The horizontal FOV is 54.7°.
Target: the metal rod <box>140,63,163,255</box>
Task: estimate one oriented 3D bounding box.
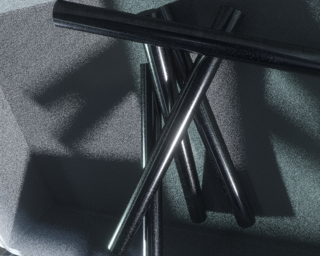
[{"bbox_3d":[-0.010,0.072,0.382,0.025,0.025,0.298,2,95,27],"label":"metal rod"}]

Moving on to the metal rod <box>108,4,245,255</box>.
[{"bbox_3d":[0.010,0.015,0.340,0.025,0.025,0.298,28,105,10],"label":"metal rod"}]

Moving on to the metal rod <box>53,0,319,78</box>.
[{"bbox_3d":[0.050,-0.078,0.286,0.302,0.025,0.025,12,125,4],"label":"metal rod"}]

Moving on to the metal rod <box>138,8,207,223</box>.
[{"bbox_3d":[0.022,0.008,0.383,0.025,0.025,0.298,2,125,27],"label":"metal rod"}]

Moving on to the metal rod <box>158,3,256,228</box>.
[{"bbox_3d":[0.059,0.000,0.377,0.025,0.025,0.299,-12,112,33],"label":"metal rod"}]
